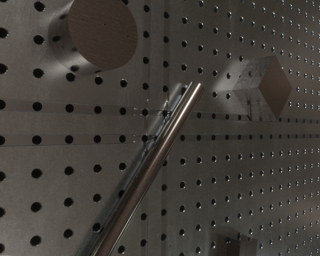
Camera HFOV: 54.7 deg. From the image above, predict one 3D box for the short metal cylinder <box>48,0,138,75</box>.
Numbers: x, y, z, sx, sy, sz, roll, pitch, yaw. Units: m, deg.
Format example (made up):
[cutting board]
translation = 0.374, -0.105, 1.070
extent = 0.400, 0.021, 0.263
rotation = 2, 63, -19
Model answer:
[short metal cylinder]
translation = -0.071, -0.100, 0.334
extent = 0.081, 0.050, 0.079
rotation = 0, 90, -40

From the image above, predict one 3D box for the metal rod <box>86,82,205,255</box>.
[metal rod]
translation = -0.017, 0.058, 0.397
extent = 0.025, 0.025, 0.300
rotation = 46, 62, -31

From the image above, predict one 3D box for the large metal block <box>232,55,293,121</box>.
[large metal block]
translation = 0.184, -0.069, 0.550
extent = 0.080, 0.050, 0.080
rotation = 49, 61, -29

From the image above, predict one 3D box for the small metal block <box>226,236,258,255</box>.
[small metal block]
translation = 0.140, 0.215, 0.530
extent = 0.050, 0.025, 0.050
rotation = 13, 82, -40
